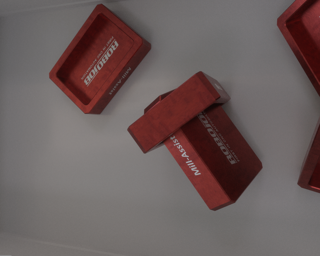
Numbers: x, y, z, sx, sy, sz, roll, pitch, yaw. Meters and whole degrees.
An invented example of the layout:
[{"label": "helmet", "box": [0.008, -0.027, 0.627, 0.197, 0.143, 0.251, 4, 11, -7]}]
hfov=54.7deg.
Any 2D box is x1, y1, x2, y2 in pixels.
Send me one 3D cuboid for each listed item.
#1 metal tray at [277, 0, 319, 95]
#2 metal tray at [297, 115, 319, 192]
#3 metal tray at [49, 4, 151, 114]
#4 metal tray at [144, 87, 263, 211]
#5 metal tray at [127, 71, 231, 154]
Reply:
[{"label": "metal tray", "box": [0.184, -0.083, 0.311, 0.030, 0.090, 0.130, -23, 81, -20]}, {"label": "metal tray", "box": [0.188, 0.029, 0.288, 0.090, 0.130, 0.030, 16, 60, 23]}, {"label": "metal tray", "box": [-0.087, -0.094, 0.438, 0.090, 0.030, 0.130, 43, 103, 14]}, {"label": "metal tray", "box": [0.052, 0.014, 0.347, 0.030, 0.091, 0.130, -39, 84, 41]}, {"label": "metal tray", "box": [0.028, -0.018, 0.343, 0.090, 0.130, 0.030, -37, 83, 16]}]
